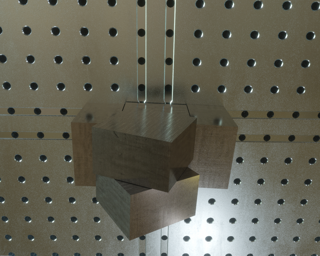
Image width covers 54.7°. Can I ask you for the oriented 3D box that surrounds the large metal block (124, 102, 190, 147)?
[{"bbox_3d":[-0.007,0.013,0.403,0.081,0.050,0.079,2,110,-2],"label":"large metal block"}]

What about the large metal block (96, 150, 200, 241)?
[{"bbox_3d":[-0.016,0.065,0.337,0.081,0.080,0.050,-10,114,-32],"label":"large metal block"}]

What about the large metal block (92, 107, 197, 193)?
[{"bbox_3d":[-0.013,0.017,0.322,0.080,0.080,0.050,11,111,20],"label":"large metal block"}]

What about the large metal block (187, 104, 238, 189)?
[{"bbox_3d":[0.058,0.020,0.392,0.050,0.080,0.079,4,110,-2],"label":"large metal block"}]

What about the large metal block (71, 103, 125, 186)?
[{"bbox_3d":[-0.074,0.018,0.390,0.050,0.080,0.079,2,110,-1],"label":"large metal block"}]
